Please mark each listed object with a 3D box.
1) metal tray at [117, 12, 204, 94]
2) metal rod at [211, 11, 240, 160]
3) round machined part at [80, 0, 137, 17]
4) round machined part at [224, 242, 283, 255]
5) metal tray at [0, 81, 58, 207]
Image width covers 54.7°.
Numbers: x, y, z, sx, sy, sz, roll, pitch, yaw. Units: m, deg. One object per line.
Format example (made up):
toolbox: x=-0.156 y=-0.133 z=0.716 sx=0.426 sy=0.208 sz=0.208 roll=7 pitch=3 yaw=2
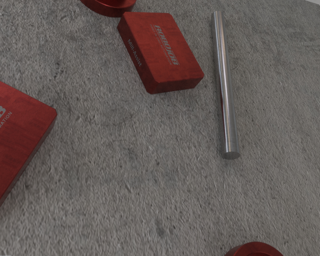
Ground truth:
metal tray: x=0.000 y=-0.117 z=0.472 sx=0.091 sy=0.030 sz=0.130 roll=-13 pitch=68 yaw=-33
metal rod: x=0.105 y=-0.088 z=0.513 sx=0.025 sy=0.025 sz=0.300 roll=16 pitch=55 yaw=-20
round machined part: x=-0.081 y=-0.226 z=0.487 sx=0.099 sy=0.042 sz=0.098 roll=14 pitch=56 yaw=-21
round machined part: x=0.103 y=0.179 z=0.339 sx=0.099 sy=0.042 sz=0.098 roll=14 pitch=56 yaw=-21
metal tray: x=-0.172 y=0.016 z=0.298 sx=0.090 sy=0.030 sz=0.130 roll=28 pitch=52 yaw=-10
